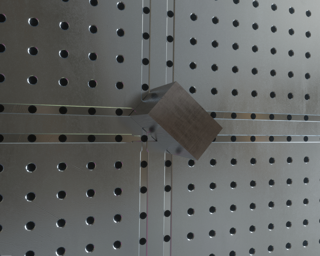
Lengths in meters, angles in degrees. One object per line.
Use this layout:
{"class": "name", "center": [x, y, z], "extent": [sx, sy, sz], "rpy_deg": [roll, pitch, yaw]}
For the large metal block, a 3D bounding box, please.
{"class": "large metal block", "center": [0.017, -0.008, 0.389], "extent": [0.080, 0.080, 0.050], "rpy_deg": [43, 77, -15]}
